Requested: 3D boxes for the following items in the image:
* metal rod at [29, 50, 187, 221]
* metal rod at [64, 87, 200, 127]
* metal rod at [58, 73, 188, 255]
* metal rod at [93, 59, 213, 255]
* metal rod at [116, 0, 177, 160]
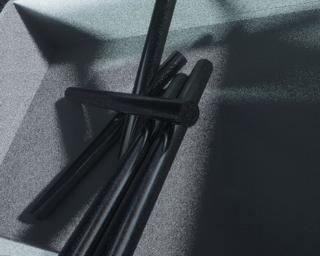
[{"bbox_3d":[-0.069,0.007,0.437,0.300,0.025,0.025,-48,51,-6],"label":"metal rod"},{"bbox_3d":[-0.061,-0.035,0.401,0.300,0.025,0.025,14,68,53],"label":"metal rod"},{"bbox_3d":[-0.019,0.021,0.321,0.025,0.025,0.301,-4,34,26],"label":"metal rod"},{"bbox_3d":[0.012,0.007,0.319,0.025,0.025,0.301,-3,36,27],"label":"metal rod"},{"bbox_3d":[-0.007,-0.103,0.390,0.025,0.025,0.298,20,98,35],"label":"metal rod"}]
